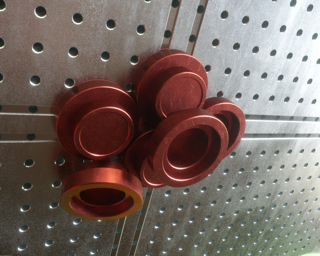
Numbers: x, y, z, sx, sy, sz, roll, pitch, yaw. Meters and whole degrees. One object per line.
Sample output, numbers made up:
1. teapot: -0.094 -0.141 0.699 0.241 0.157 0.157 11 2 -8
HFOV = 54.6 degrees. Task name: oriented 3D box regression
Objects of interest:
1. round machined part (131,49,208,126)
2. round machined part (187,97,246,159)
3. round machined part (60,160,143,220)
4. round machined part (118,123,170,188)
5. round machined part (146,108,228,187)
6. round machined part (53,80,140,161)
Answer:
1. round machined part: 0.018 -0.043 0.382 0.099 0.042 0.097 -14 124 -21
2. round machined part: 0.067 0.000 0.436 0.099 0.042 0.097 -14 124 -21
3. round machined part: -0.072 0.076 0.390 0.099 0.042 0.098 -4 140 -3
4. round machined part: -0.004 0.043 0.423 0.099 0.042 0.097 -14 124 -21
5. round machined part: 0.029 0.020 0.372 0.099 0.042 0.097 -14 124 -21
6. round machined part: -0.069 -0.002 0.360 0.099 0.042 0.097 -14 124 -21
